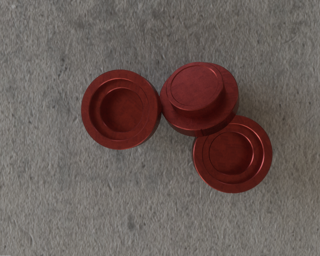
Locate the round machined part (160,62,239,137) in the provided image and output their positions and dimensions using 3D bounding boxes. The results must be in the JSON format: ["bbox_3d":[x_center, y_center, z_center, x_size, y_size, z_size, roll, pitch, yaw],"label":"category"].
[{"bbox_3d":[0.046,-0.042,0.380,0.098,0.042,0.098,-7,62,15],"label":"round machined part"}]

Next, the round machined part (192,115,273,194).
[{"bbox_3d":[0.090,0.032,0.403,0.099,0.042,0.097,0,90,-1],"label":"round machined part"}]

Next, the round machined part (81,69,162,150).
[{"bbox_3d":[-0.046,-0.022,0.394,0.098,0.042,0.097,0,90,12],"label":"round machined part"}]
